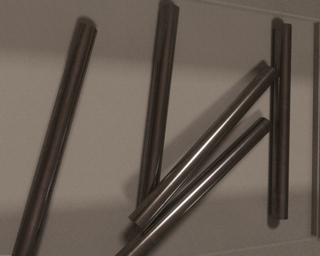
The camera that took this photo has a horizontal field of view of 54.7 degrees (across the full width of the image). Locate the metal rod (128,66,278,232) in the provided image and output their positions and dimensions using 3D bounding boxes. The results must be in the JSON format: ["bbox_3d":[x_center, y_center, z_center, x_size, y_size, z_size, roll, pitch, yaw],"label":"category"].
[{"bbox_3d":[0.070,0.015,0.422,0.301,0.025,0.025,-45,105,-21],"label":"metal rod"}]

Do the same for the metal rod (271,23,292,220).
[{"bbox_3d":[0.189,-0.010,0.482,0.025,0.025,0.298,1,90,-20],"label":"metal rod"}]

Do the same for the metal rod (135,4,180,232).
[{"bbox_3d":[-0.003,-0.013,0.410,0.025,0.025,0.298,8,87,-20],"label":"metal rod"}]

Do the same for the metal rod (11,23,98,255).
[{"bbox_3d":[-0.125,0.022,0.364,0.025,0.025,0.299,16,85,-20],"label":"metal rod"}]

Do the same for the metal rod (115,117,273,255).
[{"bbox_3d":[0.052,0.081,0.413,0.301,0.025,0.025,-39,103,-23],"label":"metal rod"}]
